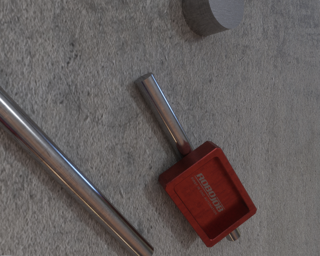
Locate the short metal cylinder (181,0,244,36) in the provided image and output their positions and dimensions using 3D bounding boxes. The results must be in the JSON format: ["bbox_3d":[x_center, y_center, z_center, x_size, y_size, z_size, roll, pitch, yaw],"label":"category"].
[{"bbox_3d":[0.078,-0.180,0.453,0.081,0.050,0.080,0,90,-40],"label":"short metal cylinder"}]

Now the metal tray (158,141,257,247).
[{"bbox_3d":[0.069,0.094,0.432,0.090,0.030,0.130,-36,114,-5],"label":"metal tray"}]

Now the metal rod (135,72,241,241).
[{"bbox_3d":[0.049,0.056,0.445,0.025,0.025,0.299,-45,117,-31],"label":"metal rod"}]

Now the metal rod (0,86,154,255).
[{"bbox_3d":[-0.097,0.048,0.323,0.025,0.025,0.300,-51,120,-28],"label":"metal rod"}]
